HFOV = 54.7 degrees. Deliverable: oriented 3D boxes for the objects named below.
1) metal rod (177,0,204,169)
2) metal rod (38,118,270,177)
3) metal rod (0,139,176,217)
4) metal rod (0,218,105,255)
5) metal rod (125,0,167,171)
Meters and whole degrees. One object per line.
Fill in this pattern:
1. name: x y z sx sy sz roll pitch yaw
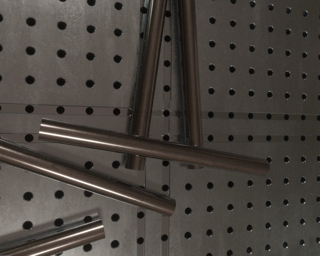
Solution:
1. metal rod: 0.041 -0.093 0.428 0.025 0.025 0.298 -4 92 -20
2. metal rod: 0.009 0.029 0.389 0.302 0.025 0.025 11 86 -20
3. metal rod: -0.116 0.052 0.370 0.302 0.025 0.025 23 82 -19
4. metal rod: -0.211 0.155 0.335 0.303 0.025 0.025 -12 94 -20
5. metal rod: -0.013 -0.095 0.408 0.025 0.025 0.298 9 87 -20
